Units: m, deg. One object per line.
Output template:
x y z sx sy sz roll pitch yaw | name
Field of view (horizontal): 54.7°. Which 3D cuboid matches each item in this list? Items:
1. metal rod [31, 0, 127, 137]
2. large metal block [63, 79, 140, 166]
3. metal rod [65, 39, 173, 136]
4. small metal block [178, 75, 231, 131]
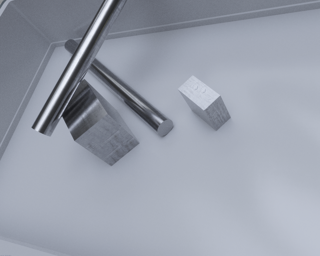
-0.076 -0.127 0.393 0.025 0.025 0.299 24 84 36 | metal rod
-0.083 -0.006 0.416 0.050 0.080 0.080 -40 51 1 | large metal block
-0.081 -0.078 0.494 0.025 0.025 0.300 -46 51 -4 | metal rod
0.055 -0.030 0.379 0.025 0.050 0.050 -43 51 -2 | small metal block
